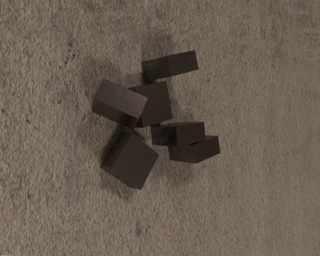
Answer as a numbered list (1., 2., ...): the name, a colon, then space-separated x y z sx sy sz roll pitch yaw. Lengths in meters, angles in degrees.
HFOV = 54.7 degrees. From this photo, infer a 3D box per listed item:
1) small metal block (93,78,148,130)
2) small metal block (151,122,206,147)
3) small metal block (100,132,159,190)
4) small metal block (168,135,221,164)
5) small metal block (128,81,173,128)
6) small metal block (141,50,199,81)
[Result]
1. small metal block: -0.045 -0.025 0.340 0.050 0.050 0.025 24 73 -5
2. small metal block: 0.024 0.007 0.410 0.050 0.050 0.025 -10 96 -39
3. small metal block: -0.036 0.040 0.377 0.050 0.025 0.050 42 64 -32
4. small metal block: 0.047 0.028 0.430 0.050 0.050 0.025 -16 101 -39
5. small metal block: -0.014 -0.031 0.395 0.050 0.025 0.050 -18 102 -39
6. small metal block: 0.013 -0.081 0.401 0.050 0.050 0.025 -22 104 -38
